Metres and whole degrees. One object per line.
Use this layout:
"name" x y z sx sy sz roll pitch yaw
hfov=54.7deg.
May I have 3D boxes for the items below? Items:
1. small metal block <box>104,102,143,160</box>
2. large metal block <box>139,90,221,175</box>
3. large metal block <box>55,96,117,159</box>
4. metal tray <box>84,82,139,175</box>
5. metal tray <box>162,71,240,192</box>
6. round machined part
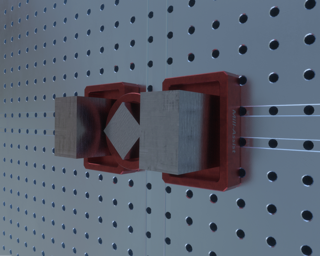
"small metal block" -0.038 0.003 0.388 0.050 0.025 0.050 52 120 27
"large metal block" 0.024 0.003 0.336 0.050 0.081 0.079 2 91 40
"large metal block" -0.099 -0.001 0.438 0.050 0.081 0.080 1 91 40
"metal tray" -0.075 0.000 0.467 0.090 0.030 0.129 1 90 40
"metal tray" 0.046 0.003 0.367 0.090 0.030 0.129 0 90 40
"round machined part" -0.023 0.004 0.406 0.098 0.042 0.097 0 90 40
